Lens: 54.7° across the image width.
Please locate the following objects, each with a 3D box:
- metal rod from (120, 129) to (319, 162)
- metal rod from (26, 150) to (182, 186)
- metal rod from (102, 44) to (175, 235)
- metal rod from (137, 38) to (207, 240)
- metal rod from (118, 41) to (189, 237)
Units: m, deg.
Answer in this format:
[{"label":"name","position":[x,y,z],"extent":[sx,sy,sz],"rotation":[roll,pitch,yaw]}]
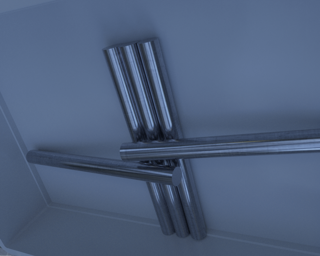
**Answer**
[{"label":"metal rod","position":[0.092,0.019,0.347],"extent":[0.301,0.025,0.025],"rotation":[-5,116,23]},{"label":"metal rod","position":[-0.104,0.056,0.473],"extent":[0.300,0.025,0.025],"rotation":[2,120,33]},{"label":"metal rod","position":[-0.022,0.032,0.437],"extent":[0.025,0.025,0.298],"rotation":[-2,118,28]},{"label":"metal rod","position":[0.023,0.031,0.413],"extent":[0.025,0.025,0.298],"rotation":[-2,118,28]},{"label":"metal rod","position":[0.000,0.032,0.425],"extent":[0.025,0.025,0.298],"rotation":[-2,118,28]}]
